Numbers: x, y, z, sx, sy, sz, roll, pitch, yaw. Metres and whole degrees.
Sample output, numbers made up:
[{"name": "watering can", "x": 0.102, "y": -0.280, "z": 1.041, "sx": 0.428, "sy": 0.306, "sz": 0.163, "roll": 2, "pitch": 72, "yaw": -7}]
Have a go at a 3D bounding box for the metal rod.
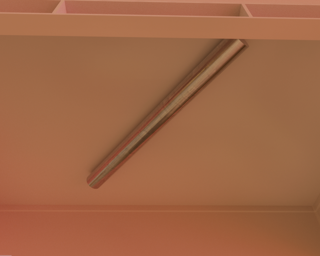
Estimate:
[{"name": "metal rod", "x": -0.008, "y": -0.006, "z": 0.403, "sx": 0.025, "sy": 0.025, "sz": 0.299, "roll": 31, "pitch": 123, "yaw": -24}]
